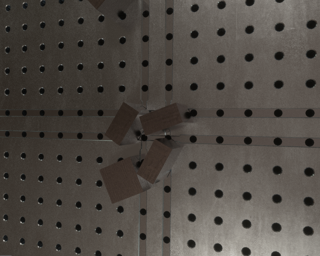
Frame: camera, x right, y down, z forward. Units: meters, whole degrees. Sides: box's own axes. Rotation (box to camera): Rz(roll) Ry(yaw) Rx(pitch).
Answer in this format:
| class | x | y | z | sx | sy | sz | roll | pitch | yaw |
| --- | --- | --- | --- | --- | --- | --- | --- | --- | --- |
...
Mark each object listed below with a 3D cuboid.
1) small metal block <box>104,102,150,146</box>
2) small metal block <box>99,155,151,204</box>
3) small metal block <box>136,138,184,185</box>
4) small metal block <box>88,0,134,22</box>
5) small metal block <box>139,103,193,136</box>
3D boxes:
| class | x | y | z | sx | sy | sz | roll | pitch | yaw |
| --- | --- | --- | --- | --- | --- | --- | --- | --- | --- |
| small metal block | -0.040 | -0.005 | 0.412 | 0.025 | 0.050 | 0.050 | 34 | 101 | 16 |
| small metal block | -0.048 | 0.071 | 0.429 | 0.050 | 0.025 | 0.050 | -24 | 82 | 18 |
| small metal block | 0.001 | 0.041 | 0.398 | 0.025 | 0.050 | 0.050 | 31 | 100 | 17 |
| small metal block | -0.064 | -0.179 | 0.421 | 0.050 | 0.050 | 0.025 | -45 | 76 | 14 |
| small metal block | 0.009 | -0.010 | 0.395 | 0.050 | 0.050 | 0.025 | -20 | 84 | 18 |
